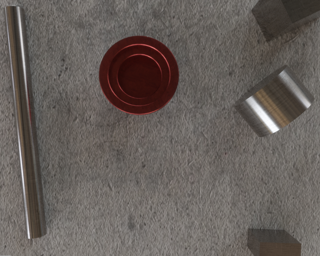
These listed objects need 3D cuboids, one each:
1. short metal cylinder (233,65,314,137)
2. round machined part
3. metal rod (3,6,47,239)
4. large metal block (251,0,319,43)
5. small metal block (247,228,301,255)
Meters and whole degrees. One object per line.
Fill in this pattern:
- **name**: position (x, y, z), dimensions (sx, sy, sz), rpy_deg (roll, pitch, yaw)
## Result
- **short metal cylinder**: position (0.139, -0.033, 0.384), dimensions (0.080, 0.080, 0.050), rpy_deg (-39, 90, 0)
- **round machined part**: position (-0.026, -0.065, 0.401), dimensions (0.099, 0.042, 0.097), rpy_deg (0, 90, -1)
- **metal rod**: position (-0.177, -0.007, 0.407), dimensions (0.025, 0.025, 0.298), rpy_deg (-6, 90, -1)
- **large metal block**: position (0.173, -0.156, 0.385), dimensions (0.080, 0.080, 0.050), rpy_deg (-26, 90, 0)
- **small metal block**: position (0.145, 0.151, 0.400), dimensions (0.050, 0.050, 0.025), rpy_deg (3, 90, -1)
